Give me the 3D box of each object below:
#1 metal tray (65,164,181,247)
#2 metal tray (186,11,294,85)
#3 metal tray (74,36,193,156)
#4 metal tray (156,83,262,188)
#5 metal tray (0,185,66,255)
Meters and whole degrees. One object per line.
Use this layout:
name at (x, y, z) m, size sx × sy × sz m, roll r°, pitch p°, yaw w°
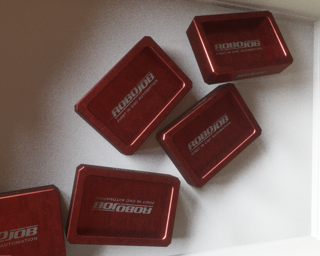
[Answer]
metal tray at (-0.045, 0.099, 0.392) m, size 0.131 × 0.030 × 0.089 m, roll 10°, pitch 87°, yaw -20°
metal tray at (0.112, -0.115, 0.434) m, size 0.131 × 0.030 × 0.090 m, roll -12°, pitch 74°, yaw -20°
metal tray at (-0.031, -0.041, 0.396) m, size 0.090 × 0.030 × 0.130 m, roll 45°, pitch 76°, yaw -15°
metal tray at (0.071, 0.009, 0.435) m, size 0.131 × 0.030 × 0.090 m, roll -38°, pitch 103°, yaw -16°
metal tray at (-0.177, 0.119, 0.343) m, size 0.131 × 0.030 × 0.089 m, roll -7°, pitch 92°, yaw -20°
